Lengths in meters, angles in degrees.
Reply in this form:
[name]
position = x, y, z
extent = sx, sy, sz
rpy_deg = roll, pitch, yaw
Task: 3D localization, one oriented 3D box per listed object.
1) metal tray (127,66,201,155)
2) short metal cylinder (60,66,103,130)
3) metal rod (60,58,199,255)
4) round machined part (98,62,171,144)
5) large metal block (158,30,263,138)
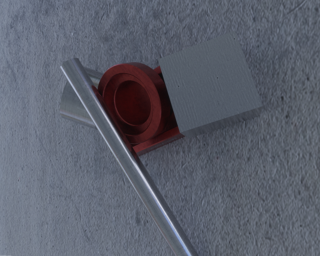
[metal tray]
position = -0.009, -0.022, 0.408
extent = 0.130, 0.030, 0.090
rpy_deg = -26, 74, 36
[short metal cylinder]
position = -0.100, -0.043, 0.442
extent = 0.050, 0.080, 0.079
rpy_deg = 19, 105, 1
[metal rod]
position = -0.033, 0.048, 0.375
extent = 0.025, 0.025, 0.299
rpy_deg = -34, 87, 35
[round machined part]
position = -0.028, -0.033, 0.385
extent = 0.098, 0.042, 0.097
rpy_deg = 12, 112, 32
[large metal block]
position = 0.052, -0.042, 0.324
extent = 0.080, 0.050, 0.080
rpy_deg = -18, 77, 11
